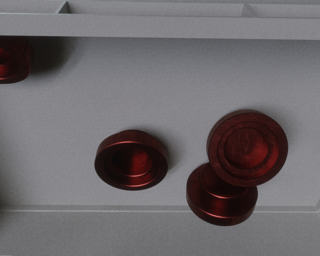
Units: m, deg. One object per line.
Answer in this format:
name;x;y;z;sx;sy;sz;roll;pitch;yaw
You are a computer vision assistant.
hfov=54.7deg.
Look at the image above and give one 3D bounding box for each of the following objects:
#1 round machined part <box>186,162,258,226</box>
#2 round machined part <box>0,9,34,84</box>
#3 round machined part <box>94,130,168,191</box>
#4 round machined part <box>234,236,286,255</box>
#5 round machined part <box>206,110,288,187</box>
round machined part;0.086;0.083;0.432;0.099;0.098;0.042;-1;130;0
round machined part;-0.176;-0.086;0.306;0.099;0.042;0.098;2;158;1
round machined part;-0.039;0.041;0.432;0.099;0.042;0.097;0;130;0
round machined part;0.197;0.253;0.617;0.099;0.042;0.097;0;130;0
round machined part;0.109;0.023;0.403;0.099;0.042;0.097;0;104;1
